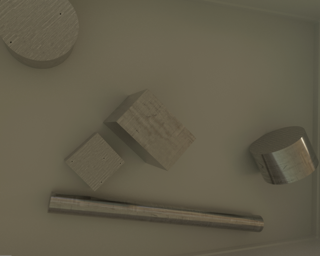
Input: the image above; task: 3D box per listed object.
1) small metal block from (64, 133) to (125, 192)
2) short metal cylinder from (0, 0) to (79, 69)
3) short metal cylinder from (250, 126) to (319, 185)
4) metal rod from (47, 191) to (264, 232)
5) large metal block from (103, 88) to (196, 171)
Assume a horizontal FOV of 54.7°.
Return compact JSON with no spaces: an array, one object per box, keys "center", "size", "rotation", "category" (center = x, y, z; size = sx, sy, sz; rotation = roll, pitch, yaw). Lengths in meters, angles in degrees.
[{"center":[-0.081,0.041,0.381],"size":[0.050,0.025,0.050],"rotation":[-44,104,-15],"category":"small metal block"},{"center":[-0.135,-0.111,0.347],"size":[0.081,0.050,0.079],"rotation":[0,90,-21],"category":"short metal cylinder"},{"center":[0.179,0.038,0.449],"size":[0.080,0.080,0.050],"rotation":[-31,101,-18],"category":"short metal cylinder"},{"center":[0.009,0.116,0.415],"size":[0.302,0.025,0.025],"rotation":[12,86,-20],"category":"metal rod"},{"center":[-0.016,0.002,0.376],"size":[0.080,0.080,0.050],"rotation":[45,76,-15],"category":"large metal block"}]
